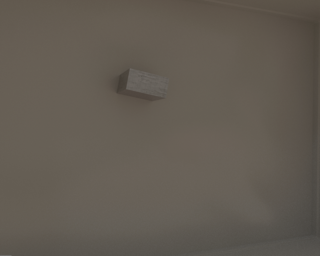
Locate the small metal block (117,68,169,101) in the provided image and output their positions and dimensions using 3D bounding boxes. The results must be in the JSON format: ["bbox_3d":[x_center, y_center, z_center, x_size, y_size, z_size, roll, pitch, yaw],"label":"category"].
[{"bbox_3d":[-0.023,-0.053,0.390,0.050,0.050,0.025,11,87,-20],"label":"small metal block"}]
